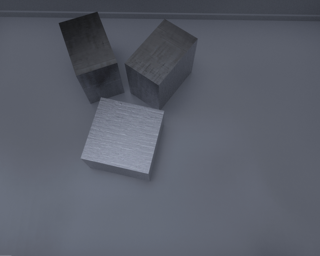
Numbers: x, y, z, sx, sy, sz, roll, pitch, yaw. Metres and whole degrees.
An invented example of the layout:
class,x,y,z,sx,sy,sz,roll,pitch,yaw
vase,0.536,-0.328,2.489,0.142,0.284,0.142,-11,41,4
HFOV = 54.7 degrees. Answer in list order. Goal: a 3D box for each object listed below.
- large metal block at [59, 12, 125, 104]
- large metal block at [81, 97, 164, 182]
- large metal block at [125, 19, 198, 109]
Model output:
class,x,y,z,sx,sy,sz,roll,pitch,yaw
large metal block,-0.088,-0.090,0.413,0.050,0.080,0.080,-20,71,-7
large metal block,-0.043,0.015,0.390,0.080,0.050,0.080,12,70,4
large metal block,0.002,-0.079,0.409,0.050,0.080,0.080,35,74,12
